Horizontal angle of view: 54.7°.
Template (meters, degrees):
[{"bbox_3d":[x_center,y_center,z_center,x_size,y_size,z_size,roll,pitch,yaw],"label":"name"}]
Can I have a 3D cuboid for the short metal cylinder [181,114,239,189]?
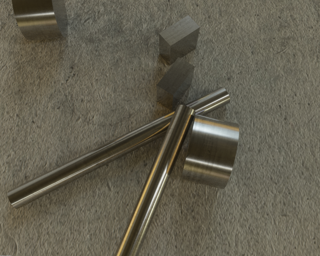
[{"bbox_3d":[0.058,0.028,0.369,0.050,0.080,0.080,13,71,5],"label":"short metal cylinder"}]

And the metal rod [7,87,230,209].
[{"bbox_3d":[-0.044,0.021,0.399,0.302,0.025,0.025,-26,72,-10],"label":"metal rod"}]

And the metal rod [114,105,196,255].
[{"bbox_3d":[-0.024,0.110,0.353,0.025,0.025,0.299,21,76,7],"label":"metal rod"}]

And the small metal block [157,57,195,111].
[{"bbox_3d":[0.020,-0.058,0.416,0.025,0.050,0.050,33,73,11],"label":"small metal block"}]

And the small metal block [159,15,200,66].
[{"bbox_3d":[0.027,-0.123,0.440,0.050,0.050,0.025,-35,74,-12],"label":"small metal block"}]

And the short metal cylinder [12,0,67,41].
[{"bbox_3d":[-0.167,-0.167,0.439,0.050,0.080,0.080,-6,70,-2],"label":"short metal cylinder"}]
